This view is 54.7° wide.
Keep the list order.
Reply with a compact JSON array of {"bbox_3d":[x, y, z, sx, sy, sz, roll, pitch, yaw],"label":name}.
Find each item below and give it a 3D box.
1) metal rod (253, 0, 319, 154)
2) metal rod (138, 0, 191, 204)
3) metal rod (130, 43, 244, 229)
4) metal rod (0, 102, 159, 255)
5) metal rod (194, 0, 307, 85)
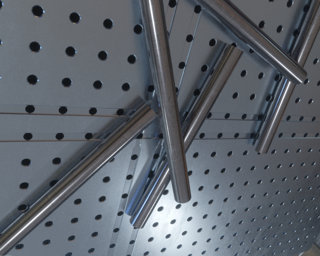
[{"bbox_3d":[0.203,-0.093,0.466,0.025,0.025,0.298,-1,119,-28],"label":"metal rod"},{"bbox_3d":[0.010,-0.026,0.381,0.025,0.025,0.298,-20,120,-17],"label":"metal rod"},{"bbox_3d":[0.031,0.022,0.443,0.025,0.025,0.298,16,110,-35],"label":"metal rod"},{"bbox_3d":[-0.121,0.077,0.393,0.300,0.025,0.025,-42,130,0],"label":"metal rod"},{"bbox_3d":[0.087,-0.129,0.367,0.302,0.025,0.025,26,104,-33],"label":"metal rod"}]
